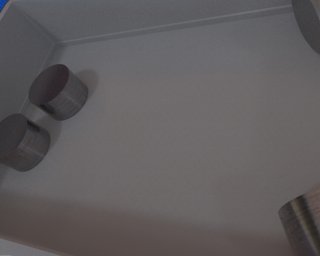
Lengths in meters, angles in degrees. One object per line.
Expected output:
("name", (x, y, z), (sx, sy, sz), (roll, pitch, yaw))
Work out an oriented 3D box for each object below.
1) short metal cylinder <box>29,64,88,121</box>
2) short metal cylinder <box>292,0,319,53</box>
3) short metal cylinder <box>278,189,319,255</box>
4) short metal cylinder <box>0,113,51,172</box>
("short metal cylinder", (-0.168, -0.059, 0.514), (0.080, 0.050, 0.080), (-13, 56, 21))
("short metal cylinder", (0.192, -0.134, 0.352), (0.050, 0.080, 0.080), (-24, 53, 14))
("short metal cylinder", (0.143, 0.082, 0.245), (0.080, 0.080, 0.050), (-21, 54, 15))
("short metal cylinder", (-0.224, 0.024, 0.493), (0.080, 0.050, 0.080), (-13, 56, 21))
